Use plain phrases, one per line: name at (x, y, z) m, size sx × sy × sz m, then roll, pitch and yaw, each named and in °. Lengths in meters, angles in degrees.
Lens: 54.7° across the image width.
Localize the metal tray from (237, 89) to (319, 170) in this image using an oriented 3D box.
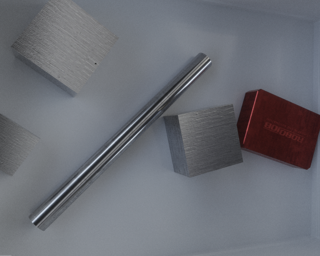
metal tray at (0.182, 0.004, 0.477) m, size 0.131 × 0.030 × 0.090 m, roll 19°, pitch 84°, yaw -20°

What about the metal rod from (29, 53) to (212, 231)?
metal rod at (-0.040, 0.007, 0.396) m, size 0.301 × 0.025 × 0.025 m, roll -45°, pitch 105°, yaw -15°

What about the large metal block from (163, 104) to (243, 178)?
large metal block at (0.058, 0.015, 0.420) m, size 0.081 × 0.050 × 0.079 m, roll -13°, pitch 95°, yaw -20°

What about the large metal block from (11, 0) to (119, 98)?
large metal block at (-0.108, -0.093, 0.358) m, size 0.080 × 0.050 × 0.080 m, roll 36°, pitch 78°, yaw -17°

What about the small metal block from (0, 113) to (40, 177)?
small metal block at (-0.172, 0.019, 0.347) m, size 0.050 × 0.025 × 0.050 m, roll 37°, pitch 78°, yaw -17°
